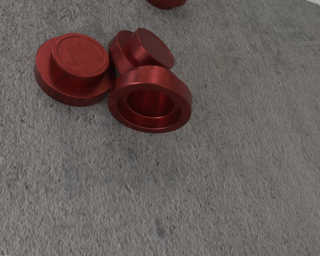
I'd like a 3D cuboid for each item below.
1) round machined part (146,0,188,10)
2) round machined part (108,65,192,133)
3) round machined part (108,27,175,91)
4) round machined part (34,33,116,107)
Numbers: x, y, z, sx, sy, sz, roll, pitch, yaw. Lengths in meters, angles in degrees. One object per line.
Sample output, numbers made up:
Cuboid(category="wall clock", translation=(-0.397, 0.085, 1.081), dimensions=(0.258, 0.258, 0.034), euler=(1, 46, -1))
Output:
Cuboid(category="round machined part", translation=(0.005, -0.250, 0.548), dimensions=(0.099, 0.042, 0.098), euler=(14, 56, -21))
Cuboid(category="round machined part", translation=(-0.010, -0.037, 0.374), dimensions=(0.099, 0.097, 0.042), euler=(19, 55, -17))
Cuboid(category="round machined part", translation=(-0.018, -0.096, 0.420), dimensions=(0.098, 0.042, 0.098), euler=(34, 33, -26))
Cuboid(category="round machined part", translation=(-0.102, -0.079, 0.386), dimensions=(0.099, 0.042, 0.098), euler=(14, 56, -21))
